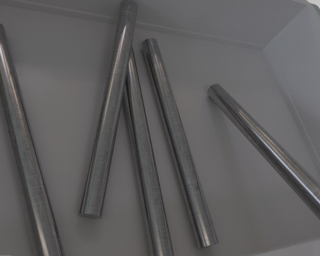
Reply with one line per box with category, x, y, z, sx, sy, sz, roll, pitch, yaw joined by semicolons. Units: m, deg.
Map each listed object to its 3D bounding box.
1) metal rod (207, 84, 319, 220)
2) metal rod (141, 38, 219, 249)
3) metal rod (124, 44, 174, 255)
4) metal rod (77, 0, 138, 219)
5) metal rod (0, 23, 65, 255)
metal rod;0.135;0.027;0.378;0.025;0.025;0.300;4;33;-26
metal rod;0.020;0.003;0.414;0.025;0.025;0.299;-1;62;-29
metal rod;-0.025;0.009;0.386;0.025;0.025;0.299;2;61;-27
metal rod;-0.058;-0.043;0.381;0.025;0.025;0.299;16;61;-19
metal rod;-0.144;0.012;0.320;0.025;0.025;0.299;-10;67;-32
